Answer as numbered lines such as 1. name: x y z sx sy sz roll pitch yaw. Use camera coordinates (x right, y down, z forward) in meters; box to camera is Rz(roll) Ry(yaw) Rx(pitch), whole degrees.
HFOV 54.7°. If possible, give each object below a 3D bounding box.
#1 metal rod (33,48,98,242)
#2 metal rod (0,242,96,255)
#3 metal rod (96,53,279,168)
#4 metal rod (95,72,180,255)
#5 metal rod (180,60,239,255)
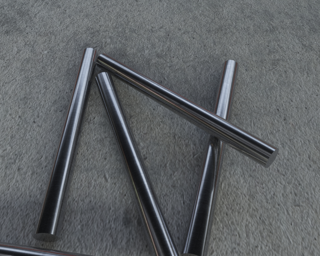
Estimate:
1. metal rod: -0.113 -0.005 0.406 0.025 0.025 0.300 0 50 0
2. metal rod: -0.153 0.120 0.292 0.301 0.025 0.025 5 50 7
3. metal rod: 0.015 -0.037 0.412 0.025 0.025 0.300 -38 53 -27
4. metal rod: -0.035 0.035 0.373 0.025 0.025 0.300 -15 52 -12
5. metal rod: 0.071 0.015 0.391 0.025 0.025 0.300 12 51 10
